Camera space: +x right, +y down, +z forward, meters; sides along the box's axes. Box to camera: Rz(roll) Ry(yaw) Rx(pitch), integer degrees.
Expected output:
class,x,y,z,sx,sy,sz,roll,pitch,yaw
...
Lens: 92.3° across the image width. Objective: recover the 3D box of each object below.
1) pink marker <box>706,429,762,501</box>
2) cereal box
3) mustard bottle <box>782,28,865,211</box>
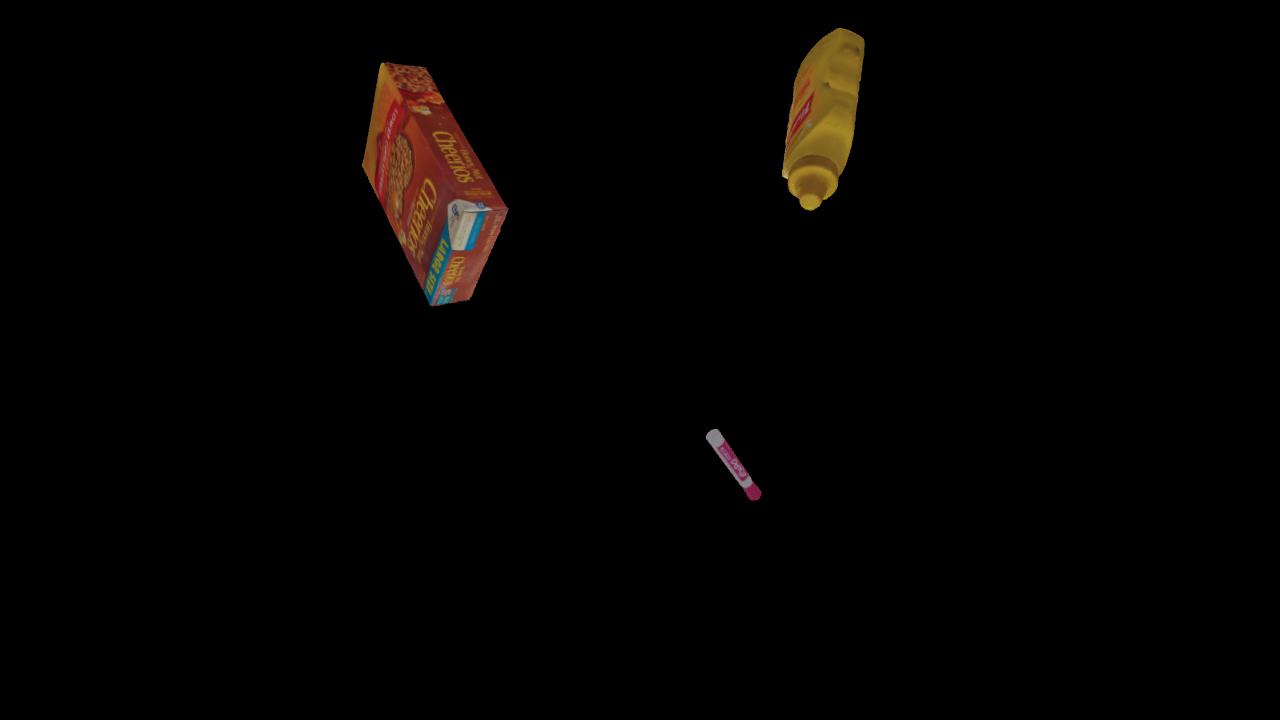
class,x,y,z,sx,sy,sz,roll,pitch,yaw
pink marker,0.120,0.135,0.777,0.020,0.121,0.020,-29,25,15
cereal box,-0.322,-0.263,0.933,0.081,0.306,0.203,-14,-25,-40
mustard bottle,0.165,-0.209,0.562,0.054,0.184,0.092,22,-29,-13
